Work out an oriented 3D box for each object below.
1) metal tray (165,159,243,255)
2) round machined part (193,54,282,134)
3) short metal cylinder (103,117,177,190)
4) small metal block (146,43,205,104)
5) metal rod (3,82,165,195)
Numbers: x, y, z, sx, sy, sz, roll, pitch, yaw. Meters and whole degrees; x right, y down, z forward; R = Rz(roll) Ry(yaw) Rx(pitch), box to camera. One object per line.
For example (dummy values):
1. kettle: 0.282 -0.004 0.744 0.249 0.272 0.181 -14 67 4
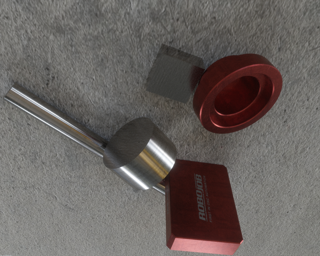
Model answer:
1. metal tray: 0.055 0.103 0.427 0.091 0.130 0.030 8 130 -8
2. round machined part: 0.082 -0.042 0.349 0.099 0.042 0.097 -14 139 -13
3. short metal cylinder: -0.026 0.032 0.398 0.080 0.080 0.050 -29 125 22
4. small metal block: 0.016 -0.061 0.355 0.050 0.025 0.050 17 128 -14
5. metal rod: -0.071 0.035 0.435 0.301 0.025 0.025 36 121 -27
